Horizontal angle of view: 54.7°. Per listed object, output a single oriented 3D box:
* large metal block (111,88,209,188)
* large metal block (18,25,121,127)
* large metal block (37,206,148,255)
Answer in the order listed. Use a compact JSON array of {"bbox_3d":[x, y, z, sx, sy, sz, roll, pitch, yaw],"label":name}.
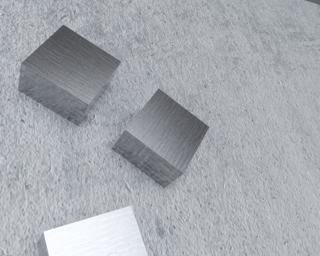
[{"bbox_3d":[0.002,0.012,0.381,0.080,0.050,0.080,37,51,-3],"label":"large metal block"},{"bbox_3d":[-0.106,-0.062,0.369,0.080,0.050,0.080,32,52,-8],"label":"large metal block"},{"bbox_3d":[-0.058,0.126,0.280,0.081,0.050,0.080,-9,66,-32],"label":"large metal block"}]
